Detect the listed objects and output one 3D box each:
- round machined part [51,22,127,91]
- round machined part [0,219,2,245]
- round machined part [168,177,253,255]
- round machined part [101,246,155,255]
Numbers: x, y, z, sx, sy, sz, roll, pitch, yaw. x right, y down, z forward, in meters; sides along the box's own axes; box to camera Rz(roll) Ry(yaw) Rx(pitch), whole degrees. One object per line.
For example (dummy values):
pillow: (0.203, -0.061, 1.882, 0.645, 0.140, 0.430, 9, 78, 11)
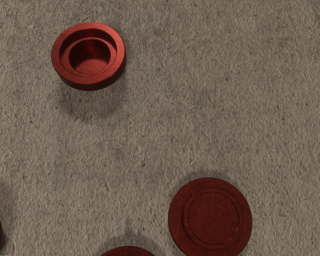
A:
round machined part: (-0.096, -0.095, 0.433, 0.099, 0.042, 0.098, 0, 70, -1)
round machined part: (-0.228, 0.127, 0.350, 0.099, 0.042, 0.098, 0, 70, -1)
round machined part: (0.059, 0.106, 0.361, 0.099, 0.042, 0.098, 0, 70, -1)
round machined part: (-0.037, 0.180, 0.333, 0.099, 0.042, 0.098, 0, 70, -1)
